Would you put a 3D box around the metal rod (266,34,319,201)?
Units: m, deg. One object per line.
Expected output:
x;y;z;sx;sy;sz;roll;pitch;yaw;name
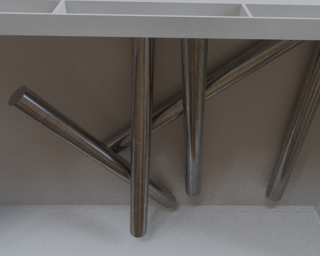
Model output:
0.184;-0.004;0.408;0.025;0.025;0.298;-1;130;0;metal rod

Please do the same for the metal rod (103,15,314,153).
0.035;-0.035;0.380;0.300;0.025;0.025;-31;124;23;metal rod

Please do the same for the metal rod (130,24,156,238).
-0.024;0.025;0.392;0.025;0.025;0.298;2;119;-3;metal rod

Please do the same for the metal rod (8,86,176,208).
-0.064;0.044;0.412;0.025;0.025;0.300;-26;136;20;metal rod

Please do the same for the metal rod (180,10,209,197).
0.041;0.001;0.382;0.025;0.025;0.298;-4;139;3;metal rod
